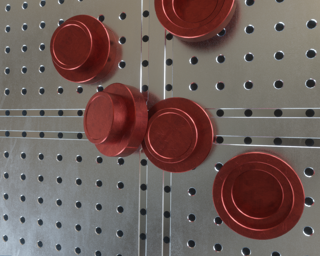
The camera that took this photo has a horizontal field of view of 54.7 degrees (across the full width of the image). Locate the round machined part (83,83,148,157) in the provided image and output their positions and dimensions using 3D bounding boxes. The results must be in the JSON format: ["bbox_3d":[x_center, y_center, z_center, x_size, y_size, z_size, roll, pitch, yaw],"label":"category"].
[{"bbox_3d":[-0.064,-0.011,0.404,0.098,0.042,0.097,-8,79,45],"label":"round machined part"}]

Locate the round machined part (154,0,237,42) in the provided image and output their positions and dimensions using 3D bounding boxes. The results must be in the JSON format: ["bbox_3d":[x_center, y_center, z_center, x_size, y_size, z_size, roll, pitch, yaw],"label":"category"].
[{"bbox_3d":[0.046,-0.156,0.387,0.098,0.042,0.097,0,90,19],"label":"round machined part"}]

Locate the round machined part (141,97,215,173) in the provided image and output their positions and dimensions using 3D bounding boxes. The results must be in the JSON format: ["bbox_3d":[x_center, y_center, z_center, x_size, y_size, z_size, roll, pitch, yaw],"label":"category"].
[{"bbox_3d":[0.019,0.009,0.396,0.098,0.042,0.097,0,90,19],"label":"round machined part"}]

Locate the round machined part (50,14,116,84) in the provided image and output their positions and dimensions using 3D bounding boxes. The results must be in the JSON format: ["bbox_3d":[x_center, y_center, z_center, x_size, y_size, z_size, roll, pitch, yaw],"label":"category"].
[{"bbox_3d":[-0.116,-0.114,0.443,0.098,0.042,0.097,0,90,19],"label":"round machined part"}]

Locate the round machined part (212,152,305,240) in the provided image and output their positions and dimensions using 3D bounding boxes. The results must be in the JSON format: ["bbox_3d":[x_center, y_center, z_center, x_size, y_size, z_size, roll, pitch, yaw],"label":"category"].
[{"bbox_3d":[0.114,0.075,0.363,0.098,0.042,0.097,0,90,19],"label":"round machined part"}]
